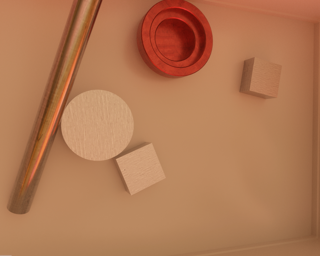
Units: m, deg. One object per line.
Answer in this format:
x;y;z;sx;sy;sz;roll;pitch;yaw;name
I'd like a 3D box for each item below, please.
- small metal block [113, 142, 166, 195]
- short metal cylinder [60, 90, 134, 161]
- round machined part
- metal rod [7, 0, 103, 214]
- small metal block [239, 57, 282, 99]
-0.027;0.051;0.401;0.050;0.025;0.050;-24;98;-19;small metal block
-0.077;-0.003;0.369;0.081;0.050;0.079;0;90;-21;short metal cylinder
0.016;-0.114;0.408;0.099;0.042;0.097;0;90;-21;round machined part
-0.104;-0.042;0.318;0.025;0.025;0.298;18;105;-20;metal rod
0.152;-0.074;0.469;0.050;0.025;0.050;11;86;-20;small metal block
